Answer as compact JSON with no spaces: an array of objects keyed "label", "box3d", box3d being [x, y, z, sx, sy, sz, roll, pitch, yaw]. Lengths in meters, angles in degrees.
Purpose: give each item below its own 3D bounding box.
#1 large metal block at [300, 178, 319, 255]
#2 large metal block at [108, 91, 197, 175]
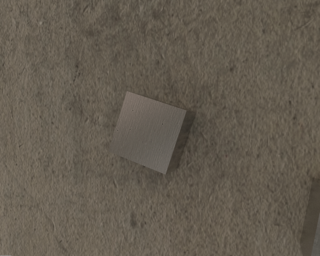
[{"label":"large metal block","box3d":[0.181,0.101,0.316,0.050,0.080,0.079,11,94,19]},{"label":"large metal block","box3d":[-0.009,0.005,0.398,0.080,0.050,0.080,20,97,18]}]
